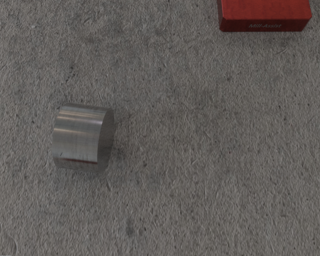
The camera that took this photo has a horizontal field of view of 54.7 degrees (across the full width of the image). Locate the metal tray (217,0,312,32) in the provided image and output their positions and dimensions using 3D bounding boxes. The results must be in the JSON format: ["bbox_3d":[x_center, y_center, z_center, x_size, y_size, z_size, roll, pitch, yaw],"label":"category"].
[{"bbox_3d":[0.157,-0.195,0.478,0.131,0.030,0.090,0,70,-1],"label":"metal tray"}]

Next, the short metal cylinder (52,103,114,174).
[{"bbox_3d":[-0.089,0.012,0.374,0.050,0.080,0.080,8,70,3],"label":"short metal cylinder"}]
